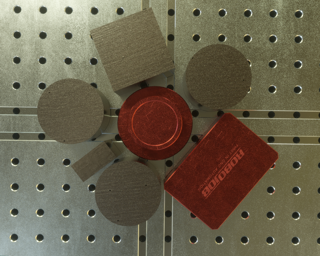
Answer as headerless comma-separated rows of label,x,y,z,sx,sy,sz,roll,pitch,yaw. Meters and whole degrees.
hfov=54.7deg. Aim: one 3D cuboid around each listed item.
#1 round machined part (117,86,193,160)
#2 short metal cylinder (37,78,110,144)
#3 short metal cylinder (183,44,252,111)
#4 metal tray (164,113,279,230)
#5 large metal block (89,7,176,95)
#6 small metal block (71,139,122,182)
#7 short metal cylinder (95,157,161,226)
round machined part,-0.006,-0.006,0.404,0.099,0.042,0.097,0,90,0
short metal cylinder,-0.108,-0.020,0.399,0.081,0.050,0.080,0,90,0
short metal cylinder,0.071,-0.062,0.401,0.081,0.050,0.080,0,90,0
metal tray,0.079,0.055,0.410,0.090,0.030,0.130,41,89,0
large metal block,-0.033,-0.096,0.400,0.080,0.050,0.080,-21,90,0
small metal block,-0.080,0.041,0.399,0.050,0.050,0.025,-37,90,0
short metal cylinder,-0.038,0.079,0.400,0.081,0.050,0.080,0,90,0
